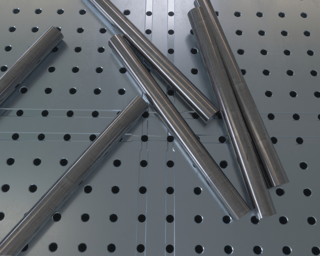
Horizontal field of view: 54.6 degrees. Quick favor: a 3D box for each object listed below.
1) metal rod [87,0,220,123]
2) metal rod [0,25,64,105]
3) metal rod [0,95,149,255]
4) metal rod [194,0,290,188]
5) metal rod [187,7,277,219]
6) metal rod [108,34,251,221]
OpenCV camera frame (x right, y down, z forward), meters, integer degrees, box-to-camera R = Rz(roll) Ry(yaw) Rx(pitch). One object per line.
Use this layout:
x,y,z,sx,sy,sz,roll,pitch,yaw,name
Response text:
-0.026,-0.122,0.456,0.025,0.025,0.300,-39,75,-13,metal rod
-0.238,-0.027,0.420,0.025,0.025,0.300,33,73,11,metal rod
-0.119,0.074,0.384,0.025,0.025,0.301,37,74,12,metal rod
0.107,-0.063,0.435,0.025,0.025,0.299,-15,71,-6,metal rod
0.091,-0.032,0.415,0.025,0.025,0.299,-14,74,-5,metal rod
0.017,-0.012,0.416,0.025,0.025,0.299,-32,73,-11,metal rod
